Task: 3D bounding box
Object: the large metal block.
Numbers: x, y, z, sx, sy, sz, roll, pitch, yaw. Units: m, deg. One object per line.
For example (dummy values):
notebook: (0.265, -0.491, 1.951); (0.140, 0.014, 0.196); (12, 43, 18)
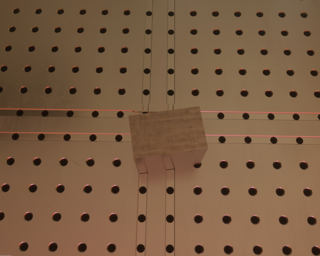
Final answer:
large metal block: (0.008, 0.017, 0.376); (0.080, 0.080, 0.050); (-8, 70, -3)
